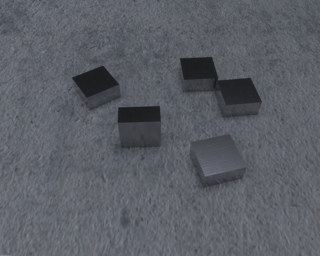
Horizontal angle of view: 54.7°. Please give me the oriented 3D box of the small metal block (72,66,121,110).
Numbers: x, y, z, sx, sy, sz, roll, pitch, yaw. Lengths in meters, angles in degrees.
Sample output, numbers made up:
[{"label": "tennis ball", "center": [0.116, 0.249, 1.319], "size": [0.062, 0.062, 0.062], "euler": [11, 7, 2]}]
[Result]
[{"label": "small metal block", "center": [-0.092, -0.059, 0.452], "size": [0.050, 0.025, 0.050], "euler": [-27, 55, -21]}]

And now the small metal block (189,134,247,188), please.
[{"label": "small metal block", "center": [0.068, 0.039, 0.372], "size": [0.050, 0.025, 0.050], "euler": [-11, 51, -10]}]

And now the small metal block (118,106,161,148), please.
[{"label": "small metal block", "center": [-0.025, 0.000, 0.387], "size": [0.050, 0.050, 0.025], "euler": [-2, 50, -2]}]

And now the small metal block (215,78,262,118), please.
[{"label": "small metal block", "center": [0.110, -0.044, 0.441], "size": [0.050, 0.025, 0.050], "euler": [-5, 50, -5]}]

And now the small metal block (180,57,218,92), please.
[{"label": "small metal block", "center": [0.058, -0.082, 0.473], "size": [0.050, 0.025, 0.050], "euler": [-3, 50, -3]}]
